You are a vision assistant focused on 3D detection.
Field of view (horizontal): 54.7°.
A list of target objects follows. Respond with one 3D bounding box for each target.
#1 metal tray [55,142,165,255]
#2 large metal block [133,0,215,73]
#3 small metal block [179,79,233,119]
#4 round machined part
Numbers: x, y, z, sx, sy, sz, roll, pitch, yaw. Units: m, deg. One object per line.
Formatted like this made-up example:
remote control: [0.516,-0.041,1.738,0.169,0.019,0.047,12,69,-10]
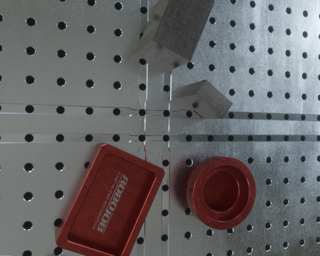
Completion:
metal tray: [-0.061,0.094,0.388,0.090,0.030,0.130,27,81,-19]
large metal block: [0.014,-0.123,0.389,0.050,0.080,0.080,25,82,-19]
small metal block: [0.062,-0.037,0.424,0.050,0.050,0.025,38,78,-17]
round machined part: [0.081,0.088,0.435,0.099,0.042,0.097,0,90,-21]
